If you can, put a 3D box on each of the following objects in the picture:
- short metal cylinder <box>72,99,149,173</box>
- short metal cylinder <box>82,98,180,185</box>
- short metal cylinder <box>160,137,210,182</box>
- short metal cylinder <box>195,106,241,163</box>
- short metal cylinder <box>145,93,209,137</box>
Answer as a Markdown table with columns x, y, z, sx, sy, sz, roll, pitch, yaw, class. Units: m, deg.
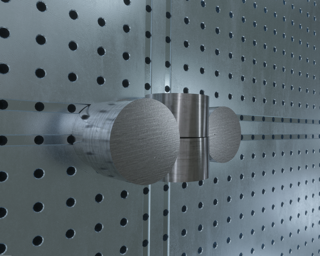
| x | y | z | sx | sy | sz | roll | pitch | yaw | class |
| --- | --- | --- | --- | --- | --- | --- | --- | --- | --- |
| -0.050 | 0.009 | 0.350 | 0.081 | 0.050 | 0.079 | 0 | 90 | -40 | short metal cylinder |
| -0.027 | 0.012 | 0.303 | 0.081 | 0.050 | 0.079 | 0 | 90 | -40 | short metal cylinder |
| 0.022 | 0.036 | 0.391 | 0.081 | 0.080 | 0.050 | -2 | 91 | -40 | short metal cylinder |
| 0.074 | 0.009 | 0.453 | 0.081 | 0.050 | 0.079 | 0 | 90 | -40 | short metal cylinder |
| 0.021 | -0.015 | 0.391 | 0.081 | 0.080 | 0.050 | 1 | 90 | -40 | short metal cylinder |
